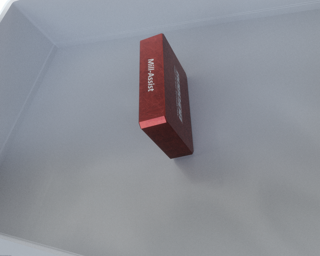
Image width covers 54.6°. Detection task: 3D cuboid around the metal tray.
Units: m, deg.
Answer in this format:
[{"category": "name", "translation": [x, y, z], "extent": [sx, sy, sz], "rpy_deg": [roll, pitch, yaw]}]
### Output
[{"category": "metal tray", "translation": [0.008, -0.039, 0.381], "extent": [0.030, 0.090, 0.130], "rpy_deg": [-14, 56, 19]}]
